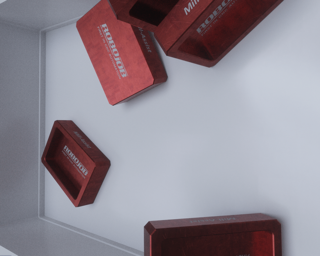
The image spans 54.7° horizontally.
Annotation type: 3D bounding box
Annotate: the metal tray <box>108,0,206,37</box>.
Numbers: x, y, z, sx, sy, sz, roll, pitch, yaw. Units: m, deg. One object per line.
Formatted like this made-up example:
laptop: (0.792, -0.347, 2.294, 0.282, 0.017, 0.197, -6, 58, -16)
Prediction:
metal tray: (0.021, -0.138, 0.319, 0.090, 0.131, 0.030, -40, 66, 32)

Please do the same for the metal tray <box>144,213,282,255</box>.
metal tray: (0.052, 0.134, 0.297, 0.030, 0.131, 0.089, 167, 103, -75)

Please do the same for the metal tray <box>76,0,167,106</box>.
metal tray: (-0.055, -0.106, 0.425, 0.090, 0.030, 0.129, -22, 92, 37)

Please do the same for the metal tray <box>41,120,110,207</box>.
metal tray: (-0.146, 0.056, 0.520, 0.130, 0.030, 0.089, 40, 114, 32)

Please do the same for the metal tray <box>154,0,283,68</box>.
metal tray: (0.067, -0.120, 0.308, 0.129, 0.091, 0.030, -43, 65, 31)
